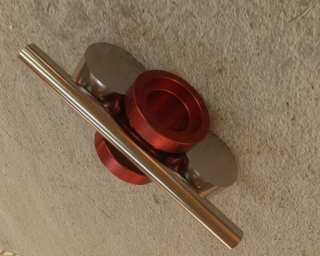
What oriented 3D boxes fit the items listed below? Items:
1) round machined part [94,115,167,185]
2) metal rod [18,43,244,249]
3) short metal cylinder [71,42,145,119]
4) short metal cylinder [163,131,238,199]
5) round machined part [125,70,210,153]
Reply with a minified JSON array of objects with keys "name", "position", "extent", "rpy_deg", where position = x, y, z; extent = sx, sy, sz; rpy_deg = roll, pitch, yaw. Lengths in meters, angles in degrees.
[{"name":"round machined part","position":[-0.027,0.017,0.383],"extent":[0.098,0.098,0.042],"rpy_deg":[43,125,-2]},{"name":"metal rod","position":[-0.029,0.021,0.332],"extent":[0.300,0.025,0.025],"rpy_deg":[42,129,-2]},{"name":"short metal cylinder","position":[-0.061,-0.055,0.369],"extent":[0.080,0.080,0.050],"rpy_deg":[43,129,-2]},{"name":"short metal cylinder","position":[0.046,0.046,0.375],"extent":[0.080,0.080,0.050],"rpy_deg":[43,129,-2]},{"name":"round machined part","position":[0.005,-0.014,0.349],"extent":[0.098,0.098,0.042],"rpy_deg":[43,133,-2]}]
